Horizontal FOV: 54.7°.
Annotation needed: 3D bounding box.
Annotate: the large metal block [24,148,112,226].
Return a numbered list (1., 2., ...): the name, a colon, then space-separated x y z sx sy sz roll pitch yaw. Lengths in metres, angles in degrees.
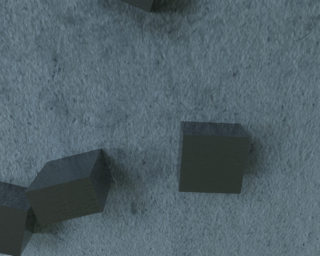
1. large metal block: -0.114 0.075 0.406 0.080 0.080 0.050 -14 110 5

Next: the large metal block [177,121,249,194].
1. large metal block: 0.066 0.038 0.412 0.081 0.050 0.079 2 110 -2

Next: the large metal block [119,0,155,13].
1. large metal block: -0.034 -0.178 0.330 0.080 0.050 0.079 20 109 -8

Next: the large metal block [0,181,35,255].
1. large metal block: -0.224 0.127 0.440 0.081 0.050 0.079 15 109 -6
